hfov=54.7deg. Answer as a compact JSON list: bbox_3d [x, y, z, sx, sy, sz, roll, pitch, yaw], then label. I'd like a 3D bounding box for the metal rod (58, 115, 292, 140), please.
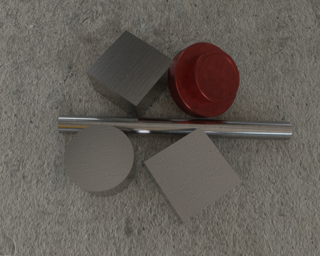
[{"bbox_3d":[0.019,0.000,0.411,0.302,0.025,0.025,2,70,0],"label":"metal rod"}]

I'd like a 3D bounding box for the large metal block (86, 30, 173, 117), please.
[{"bbox_3d":[-0.037,-0.071,0.419,0.080,0.050,0.080,35,73,11],"label":"large metal block"}]

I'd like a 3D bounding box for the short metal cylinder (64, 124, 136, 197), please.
[{"bbox_3d":[-0.070,0.041,0.380,0.081,0.050,0.080,0,70,0],"label":"short metal cylinder"}]

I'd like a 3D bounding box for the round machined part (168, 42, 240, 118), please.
[{"bbox_3d":[0.063,-0.063,0.399,0.099,0.042,0.097,2,85,-27],"label":"round machined part"}]

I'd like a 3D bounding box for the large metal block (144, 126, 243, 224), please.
[{"bbox_3d":[0.037,0.058,0.375,0.080,0.050,0.080,-32,73,-11],"label":"large metal block"}]
